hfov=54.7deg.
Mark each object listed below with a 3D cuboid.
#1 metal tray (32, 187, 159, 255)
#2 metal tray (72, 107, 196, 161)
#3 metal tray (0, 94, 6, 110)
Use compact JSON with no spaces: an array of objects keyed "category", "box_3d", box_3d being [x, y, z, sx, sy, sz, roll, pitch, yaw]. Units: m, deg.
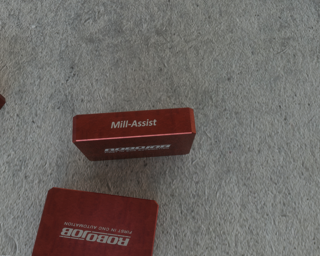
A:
[{"category":"metal tray","box_3d":[-0.072,0.123,0.360,0.131,0.030,0.090,7,70,2]},{"category":"metal tray","box_3d":[-0.028,0.010,0.369,0.131,0.090,0.030,-4,70,-2]},{"category":"metal tray","box_3d":[-0.291,-0.034,0.415,0.130,0.030,0.090,25,72,9]}]
